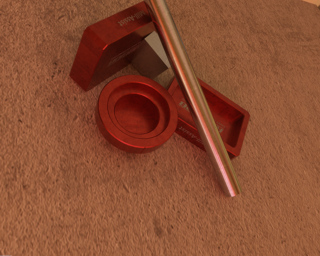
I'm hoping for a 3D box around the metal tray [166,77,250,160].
[{"bbox_3d":[0.063,-0.019,0.449,0.130,0.030,0.090,33,51,-7],"label":"metal tray"}]

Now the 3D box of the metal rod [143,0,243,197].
[{"bbox_3d":[0.039,-0.051,0.390,0.025,0.025,0.299,-30,100,-38],"label":"metal rod"}]

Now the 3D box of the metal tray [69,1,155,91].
[{"bbox_3d":[-0.052,-0.110,0.403,0.030,0.090,0.131,45,51,2],"label":"metal tray"}]

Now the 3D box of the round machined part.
[{"bbox_3d":[-0.031,-0.013,0.382,0.099,0.042,0.098,9,62,-18],"label":"round machined part"}]

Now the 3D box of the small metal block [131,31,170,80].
[{"bbox_3d":[-0.012,-0.100,0.439,0.050,0.050,0.025,49,52,-13],"label":"small metal block"}]
